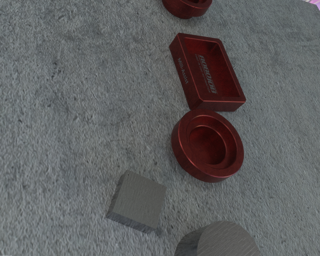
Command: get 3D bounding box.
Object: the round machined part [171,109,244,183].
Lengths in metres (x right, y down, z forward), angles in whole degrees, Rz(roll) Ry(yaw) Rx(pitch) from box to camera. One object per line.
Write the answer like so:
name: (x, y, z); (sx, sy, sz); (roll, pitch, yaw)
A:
round machined part: (0.058, 0.026, 0.410); (0.099, 0.042, 0.098); (14, 56, -21)

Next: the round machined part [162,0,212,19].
round machined part: (0.042, -0.238, 0.563); (0.099, 0.042, 0.098); (14, 56, -21)

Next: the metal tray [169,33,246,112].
metal tray: (0.075, -0.089, 0.497); (0.091, 0.030, 0.130); (-1, 62, -29)

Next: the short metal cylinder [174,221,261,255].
short metal cylinder: (0.062, 0.146, 0.334); (0.081, 0.050, 0.080); (14, 56, -21)

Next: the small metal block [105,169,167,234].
small metal block: (-0.025, 0.081, 0.342); (0.050, 0.025, 0.050); (26, 52, -12)
